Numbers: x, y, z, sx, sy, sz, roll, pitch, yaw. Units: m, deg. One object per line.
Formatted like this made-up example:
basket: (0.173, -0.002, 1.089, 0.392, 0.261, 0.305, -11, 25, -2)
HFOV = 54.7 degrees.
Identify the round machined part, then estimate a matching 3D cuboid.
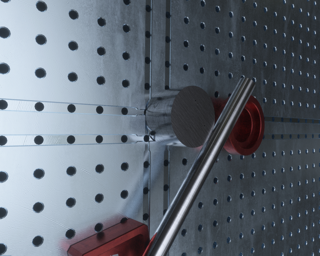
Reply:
round machined part: (0.124, -0.006, 0.502, 0.099, 0.042, 0.097, 0, 90, -40)

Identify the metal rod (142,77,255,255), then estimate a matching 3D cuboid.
metal rod: (0.055, 0.051, 0.408, 0.025, 0.025, 0.300, 46, 65, -31)

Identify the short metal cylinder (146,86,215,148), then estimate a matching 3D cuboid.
short metal cylinder: (0.028, -0.015, 0.416, 0.081, 0.050, 0.080, 0, 90, -40)

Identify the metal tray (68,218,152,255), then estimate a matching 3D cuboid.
metal tray: (-0.049, 0.186, 0.364, 0.091, 0.030, 0.129, -15, 100, -39)
